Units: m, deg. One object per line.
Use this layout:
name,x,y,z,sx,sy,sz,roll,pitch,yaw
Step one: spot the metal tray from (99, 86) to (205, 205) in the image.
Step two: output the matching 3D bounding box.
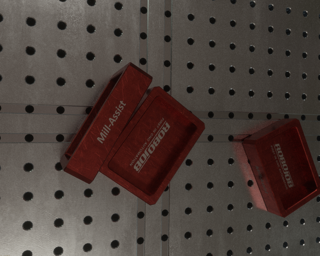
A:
metal tray,-0.011,0.022,0.406,0.090,0.030,0.130,38,78,-17

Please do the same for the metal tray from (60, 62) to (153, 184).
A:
metal tray,-0.065,-0.007,0.354,0.030,0.090,0.130,33,79,-18

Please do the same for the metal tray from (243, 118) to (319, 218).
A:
metal tray,0.193,0.060,0.483,0.091,0.030,0.129,-25,99,-19
